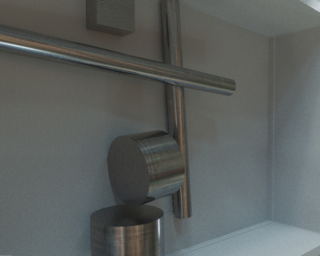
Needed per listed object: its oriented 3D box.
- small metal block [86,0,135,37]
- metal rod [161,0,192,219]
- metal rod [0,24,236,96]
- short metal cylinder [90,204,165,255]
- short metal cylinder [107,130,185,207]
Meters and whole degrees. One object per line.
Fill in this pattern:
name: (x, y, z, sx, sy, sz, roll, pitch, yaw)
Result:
small metal block: (-0.057, -0.138, 0.360, 0.050, 0.025, 0.050, -1, 91, -40)
metal rod: (0.023, -0.025, 0.427, 0.025, 0.025, 0.298, -7, 94, -40)
metal rod: (-0.025, -0.071, 0.364, 0.302, 0.025, 0.025, 6, 87, -33)
short metal cylinder: (-0.035, 0.120, 0.343, 0.081, 0.080, 0.050, -3, 92, -40)
short metal cylinder: (-0.018, 0.045, 0.358, 0.050, 0.080, 0.079, -9, 96, -40)
